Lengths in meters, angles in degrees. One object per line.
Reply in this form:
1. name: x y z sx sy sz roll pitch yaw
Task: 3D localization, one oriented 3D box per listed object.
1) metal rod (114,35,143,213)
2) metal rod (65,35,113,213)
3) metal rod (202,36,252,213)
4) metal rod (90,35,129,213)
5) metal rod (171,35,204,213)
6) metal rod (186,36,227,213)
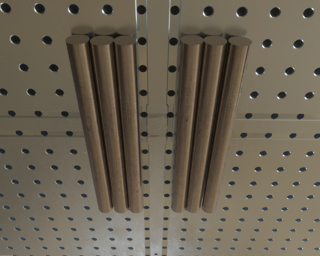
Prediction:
1. metal rod: -0.038 0.020 0.427 0.025 0.025 0.298 0 130 -1
2. metal rod: -0.089 0.019 0.426 0.025 0.025 0.298 0 130 -1
3. metal rod: 0.084 0.020 0.429 0.025 0.025 0.298 0 130 -1
4. metal rod: -0.064 0.020 0.427 0.025 0.025 0.298 0 130 -1
5. metal rod: 0.033 0.019 0.427 0.025 0.025 0.298 0 130 -1
6. metal rod: 0.058 0.020 0.428 0.025 0.025 0.298 0 130 -1
